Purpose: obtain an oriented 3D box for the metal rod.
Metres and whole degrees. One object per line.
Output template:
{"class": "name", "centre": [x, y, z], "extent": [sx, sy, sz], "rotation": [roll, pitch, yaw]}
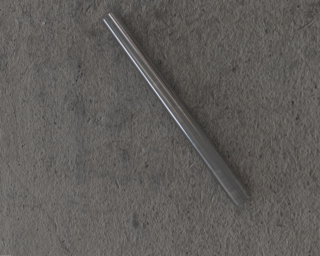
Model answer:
{"class": "metal rod", "centre": [0.016, -0.033, 0.403], "extent": [0.025, 0.025, 0.299], "rotation": [-38, 78, 16]}
